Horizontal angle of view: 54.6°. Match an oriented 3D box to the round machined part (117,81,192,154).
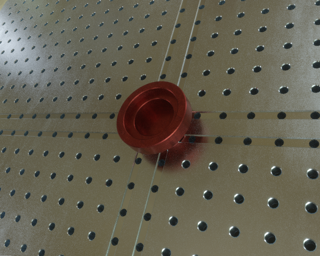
[{"bbox_3d":[-0.004,-0.010,0.406,0.098,0.042,0.098,-13,56,21],"label":"round machined part"}]
